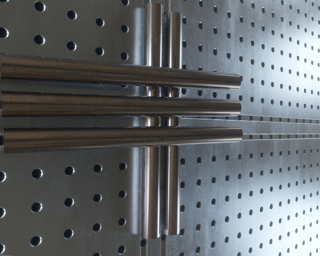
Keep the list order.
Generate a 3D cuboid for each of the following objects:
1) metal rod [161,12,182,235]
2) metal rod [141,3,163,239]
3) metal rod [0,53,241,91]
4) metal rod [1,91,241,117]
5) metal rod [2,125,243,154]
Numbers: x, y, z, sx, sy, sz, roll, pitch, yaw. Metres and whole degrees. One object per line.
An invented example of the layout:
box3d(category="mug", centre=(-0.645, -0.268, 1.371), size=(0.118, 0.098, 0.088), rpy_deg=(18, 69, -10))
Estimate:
box3d(category="metal rod", centre=(0.016, -0.006, 0.425), size=(0.025, 0.025, 0.298), rpy_deg=(1, 89, -40))
box3d(category="metal rod", centre=(-0.010, -0.010, 0.403), size=(0.025, 0.025, 0.298), rpy_deg=(1, 89, -40))
box3d(category="metal rod", centre=(-0.020, -0.062, 0.367), size=(0.303, 0.025, 0.025), rpy_deg=(-2, 92, -32))
box3d(category="metal rod", centre=(-0.020, -0.026, 0.368), size=(0.303, 0.025, 0.025), rpy_deg=(-2, 91, -32))
box3d(category="metal rod", centre=(-0.018, 0.010, 0.368), size=(0.303, 0.025, 0.025), rpy_deg=(-1, 91, -32))
